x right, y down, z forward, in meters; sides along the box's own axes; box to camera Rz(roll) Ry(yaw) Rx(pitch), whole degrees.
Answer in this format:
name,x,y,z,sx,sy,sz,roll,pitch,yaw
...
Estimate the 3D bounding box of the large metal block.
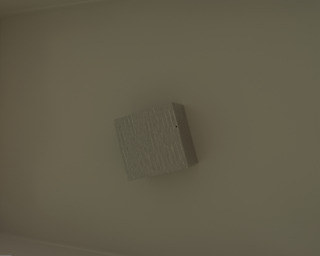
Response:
name,x,y,z,sx,sy,sz,roll,pitch,yaw
large metal block,-0.004,0.018,0.399,0.080,0.050,0.080,-16,85,19
